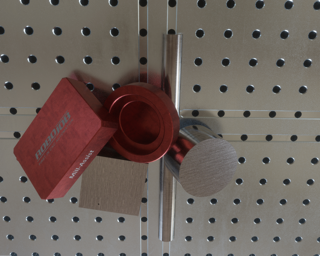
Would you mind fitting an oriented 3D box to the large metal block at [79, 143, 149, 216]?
[{"bbox_3d":[-0.061,0.067,0.424,0.081,0.050,0.079,10,110,-4],"label":"large metal block"}]

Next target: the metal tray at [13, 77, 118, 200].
[{"bbox_3d":[-0.122,0.014,0.388,0.130,0.030,0.090,-50,65,15],"label":"metal tray"}]

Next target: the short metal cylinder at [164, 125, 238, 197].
[{"bbox_3d":[0.052,0.042,0.402,0.081,0.050,0.079,-7,112,-19],"label":"short metal cylinder"}]

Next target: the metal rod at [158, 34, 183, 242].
[{"bbox_3d":[0.013,0.027,0.424,0.025,0.025,0.298,1,110,-1],"label":"metal rod"}]

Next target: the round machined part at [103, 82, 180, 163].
[{"bbox_3d":[-0.021,-0.009,0.387,0.098,0.042,0.097,9,111,24],"label":"round machined part"}]
